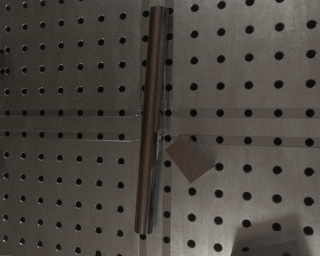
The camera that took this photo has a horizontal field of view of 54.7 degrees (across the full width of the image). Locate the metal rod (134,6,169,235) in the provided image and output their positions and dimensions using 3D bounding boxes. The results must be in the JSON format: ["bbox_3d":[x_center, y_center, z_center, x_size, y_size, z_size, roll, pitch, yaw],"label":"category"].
[{"bbox_3d":[-0.011,-0.009,0.415,0.025,0.025,0.298,5,92,19],"label":"metal rod"}]

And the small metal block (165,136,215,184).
[{"bbox_3d":[0.038,0.038,0.385,0.025,0.050,0.050,-41,78,15],"label":"small metal block"}]

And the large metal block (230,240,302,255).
[{"bbox_3d":[0.130,0.183,0.353,0.080,0.050,0.080,-20,84,18],"label":"large metal block"}]

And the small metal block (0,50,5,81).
[{"bbox_3d":[-0.287,-0.103,0.511,0.050,0.025,0.050,-1,90,19],"label":"small metal block"}]
